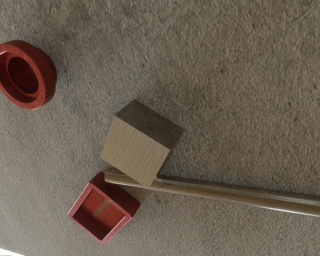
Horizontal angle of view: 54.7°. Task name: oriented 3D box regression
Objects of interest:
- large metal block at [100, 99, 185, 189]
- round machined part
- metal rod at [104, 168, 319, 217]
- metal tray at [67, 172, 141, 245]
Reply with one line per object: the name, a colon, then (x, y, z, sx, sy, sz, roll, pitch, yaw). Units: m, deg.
large metal block: (-0.025, 0.021, 0.417, 0.080, 0.050, 0.079, 32, 129, 7)
round machined part: (-0.190, -0.079, 0.447, 0.098, 0.042, 0.097, 13, 124, 21)
metal rod: (0.053, 0.084, 0.430, 0.301, 0.025, 0.025, 4, 120, 26)
metal tray: (-0.102, 0.145, 0.547, 0.090, 0.030, 0.129, 39, 129, 1)
